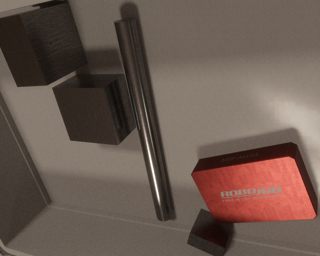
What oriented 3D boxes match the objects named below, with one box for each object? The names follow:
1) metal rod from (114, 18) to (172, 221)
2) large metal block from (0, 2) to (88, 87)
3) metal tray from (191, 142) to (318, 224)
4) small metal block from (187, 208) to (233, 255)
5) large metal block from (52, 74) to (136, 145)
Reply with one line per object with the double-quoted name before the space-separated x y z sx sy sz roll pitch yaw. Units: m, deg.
"metal rod" -0.016 0.008 0.420 0.025 0.025 0.298 4 120 26
"large metal block" -0.144 -0.104 0.383 0.050 0.080 0.079 1 119 27
"metal tray" 0.116 0.074 0.389 0.130 0.030 0.090 -15 111 34
"small metal block" 0.073 0.151 0.446 0.050 0.050 0.025 19 126 16
"large metal block" -0.086 -0.027 0.420 0.080 0.050 0.079 4 120 26
